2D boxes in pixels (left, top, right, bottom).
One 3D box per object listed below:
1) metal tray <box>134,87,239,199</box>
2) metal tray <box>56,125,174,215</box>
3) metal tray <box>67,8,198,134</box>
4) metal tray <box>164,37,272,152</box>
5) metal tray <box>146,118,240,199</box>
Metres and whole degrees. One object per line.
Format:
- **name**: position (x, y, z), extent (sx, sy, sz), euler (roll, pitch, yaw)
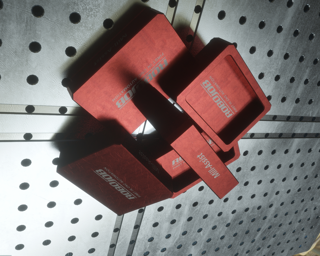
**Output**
- **metal tray**: position (0.032, 0.019, 0.360), extent (0.030, 0.090, 0.130), euler (-42, 130, 0)
- **metal tray**: position (-0.052, 0.059, 0.393), extent (0.090, 0.030, 0.130), euler (-24, 132, 18)
- **metal tray**: position (-0.028, -0.059, 0.356), extent (0.130, 0.030, 0.090), euler (-43, 130, 1)
- **metal tray**: position (0.077, -0.036, 0.390), extent (0.090, 0.030, 0.130), euler (-45, 130, 3)
- **metal tray**: position (0.052, 0.038, 0.460), extent (0.131, 0.030, 0.090), euler (-30, 129, -10)
